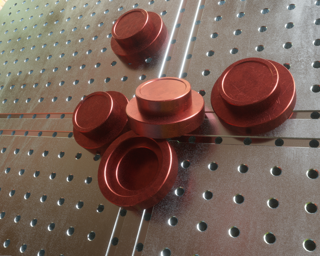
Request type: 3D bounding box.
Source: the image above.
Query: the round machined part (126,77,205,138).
[{"bbox_3d":[0.006,-0.031,0.386,0.098,0.042,0.098,-5,32,3],"label":"round machined part"}]

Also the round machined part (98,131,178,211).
[{"bbox_3d":[-0.023,0.053,0.378,0.098,0.042,0.098,-13,56,21],"label":"round machined part"}]

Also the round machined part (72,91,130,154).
[{"bbox_3d":[-0.088,-0.015,0.454,0.098,0.042,0.098,-13,56,21],"label":"round machined part"}]

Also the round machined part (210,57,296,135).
[{"bbox_3d":[0.107,-0.044,0.369,0.098,0.042,0.098,-13,56,21],"label":"round machined part"}]

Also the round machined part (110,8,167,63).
[{"bbox_3d":[-0.042,-0.160,0.518,0.098,0.042,0.098,-13,56,21],"label":"round machined part"}]
